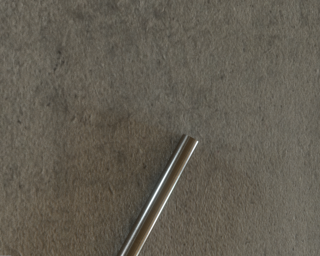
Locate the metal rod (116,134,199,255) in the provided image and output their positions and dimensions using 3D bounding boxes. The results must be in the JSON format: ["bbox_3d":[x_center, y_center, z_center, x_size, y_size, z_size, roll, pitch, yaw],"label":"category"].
[{"bbox_3d":[-0.030,0.143,0.399,0.025,0.025,0.300,33,79,-18],"label":"metal rod"}]
